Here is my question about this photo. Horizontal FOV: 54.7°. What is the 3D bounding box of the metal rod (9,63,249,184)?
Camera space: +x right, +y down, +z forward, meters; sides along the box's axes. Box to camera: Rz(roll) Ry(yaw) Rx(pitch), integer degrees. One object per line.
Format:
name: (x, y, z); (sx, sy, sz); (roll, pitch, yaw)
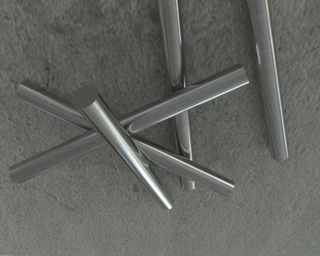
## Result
metal rod: (-0.045, 0.000, 0.361); (0.301, 0.025, 0.025); (-23, 127, 11)

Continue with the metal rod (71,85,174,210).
metal rod: (-0.027, 0.048, 0.391); (0.025, 0.025, 0.299); (-12, 147, 10)

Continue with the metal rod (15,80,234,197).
metal rod: (-0.034, 0.020, 0.401); (0.301, 0.025, 0.025); (27, 125, -13)

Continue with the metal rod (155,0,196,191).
metal rod: (0.025, -0.024, 0.386); (0.025, 0.025, 0.298); (-6, 130, 4)

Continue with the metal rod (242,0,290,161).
metal rod: (0.120, -0.069, 0.350); (0.025, 0.025, 0.299); (-16, 129, 12)
